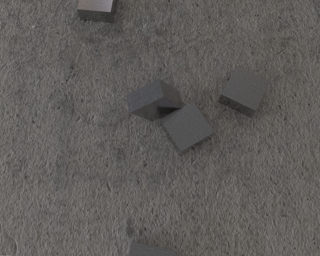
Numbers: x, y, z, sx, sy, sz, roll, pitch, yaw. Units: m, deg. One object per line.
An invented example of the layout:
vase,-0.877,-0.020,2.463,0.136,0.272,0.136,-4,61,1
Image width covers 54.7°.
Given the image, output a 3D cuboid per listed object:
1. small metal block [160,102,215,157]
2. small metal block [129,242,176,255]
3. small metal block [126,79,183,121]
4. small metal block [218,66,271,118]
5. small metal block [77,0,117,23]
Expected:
small metal block,0.035,0.001,0.408,0.050,0.025,0.050,-29,73,-10
small metal block,-0.012,0.159,0.350,0.050,0.025,0.050,11,70,4
small metal block,-0.006,-0.034,0.397,0.050,0.050,0.025,-23,68,25
small metal block,0.115,-0.050,0.427,0.050,0.025,0.050,27,72,9
small metal block,-0.095,-0.192,0.478,0.050,0.025,0.050,6,70,2
